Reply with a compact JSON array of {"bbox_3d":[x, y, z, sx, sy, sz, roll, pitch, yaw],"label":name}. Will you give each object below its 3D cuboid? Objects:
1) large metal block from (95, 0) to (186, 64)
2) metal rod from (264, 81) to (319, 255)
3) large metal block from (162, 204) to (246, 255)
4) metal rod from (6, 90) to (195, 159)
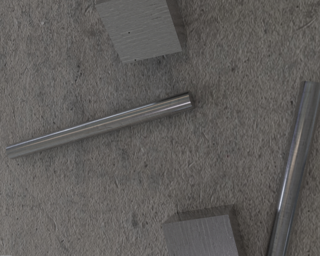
[{"bbox_3d":[-0.019,-0.133,0.380,0.080,0.050,0.080,-8,132,20],"label":"large metal block"},{"bbox_3d":[0.145,0.096,0.357,0.025,0.025,0.298,12,94,19],"label":"metal rod"},{"bbox_3d":[0.057,0.144,0.376,0.080,0.050,0.080,-15,85,19],"label":"large metal block"},{"bbox_3d":[-0.097,0.001,0.442,0.301,0.025,0.025,-15,85,19],"label":"metal rod"}]
